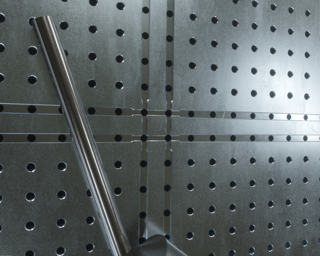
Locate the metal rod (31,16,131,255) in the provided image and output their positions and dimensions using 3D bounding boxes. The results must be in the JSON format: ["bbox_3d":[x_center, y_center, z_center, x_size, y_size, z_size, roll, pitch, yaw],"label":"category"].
[{"bbox_3d":[-0.093,0.015,0.378,0.025,0.025,0.298,-20,97,-19],"label":"metal rod"}]

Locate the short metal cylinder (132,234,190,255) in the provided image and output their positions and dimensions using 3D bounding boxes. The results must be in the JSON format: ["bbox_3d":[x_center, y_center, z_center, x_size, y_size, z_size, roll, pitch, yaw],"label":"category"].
[{"bbox_3d":[-0.002,0.181,0.383,0.050,0.080,0.080,42,77,-15],"label":"short metal cylinder"}]
